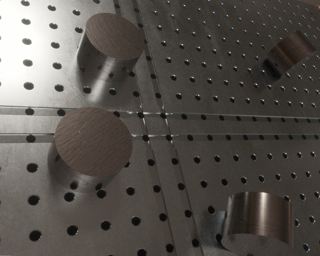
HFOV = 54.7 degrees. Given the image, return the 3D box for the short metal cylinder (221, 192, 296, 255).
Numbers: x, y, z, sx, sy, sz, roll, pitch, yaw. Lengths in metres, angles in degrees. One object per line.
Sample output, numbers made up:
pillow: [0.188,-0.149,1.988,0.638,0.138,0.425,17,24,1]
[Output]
short metal cylinder: [0.116,0.117,0.366,0.080,0.080,0.050,27,52,-12]

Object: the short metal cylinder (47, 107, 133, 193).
short metal cylinder: [-0.076,0.024,0.337,0.081,0.050,0.080,14,56,-21]

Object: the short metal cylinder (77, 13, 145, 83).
short metal cylinder: [-0.068,-0.109,0.423,0.081,0.050,0.080,14,56,-21]

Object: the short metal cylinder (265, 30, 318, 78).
short metal cylinder: [0.252,-0.142,0.598,0.081,0.080,0.050,-26,77,-37]
